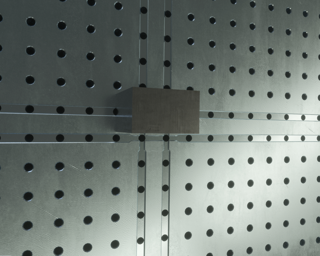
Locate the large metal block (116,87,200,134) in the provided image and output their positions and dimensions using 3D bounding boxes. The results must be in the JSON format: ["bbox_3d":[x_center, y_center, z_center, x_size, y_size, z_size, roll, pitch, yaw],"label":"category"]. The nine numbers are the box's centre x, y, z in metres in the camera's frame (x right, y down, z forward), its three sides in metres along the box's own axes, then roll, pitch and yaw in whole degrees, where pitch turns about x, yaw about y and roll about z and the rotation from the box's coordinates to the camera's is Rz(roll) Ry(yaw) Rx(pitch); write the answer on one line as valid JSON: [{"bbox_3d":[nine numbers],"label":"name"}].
[{"bbox_3d":[-0.006,-0.019,0.382,0.081,0.080,0.050,1,90,-20],"label":"large metal block"}]
